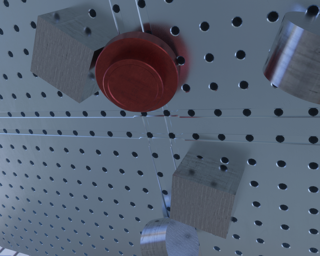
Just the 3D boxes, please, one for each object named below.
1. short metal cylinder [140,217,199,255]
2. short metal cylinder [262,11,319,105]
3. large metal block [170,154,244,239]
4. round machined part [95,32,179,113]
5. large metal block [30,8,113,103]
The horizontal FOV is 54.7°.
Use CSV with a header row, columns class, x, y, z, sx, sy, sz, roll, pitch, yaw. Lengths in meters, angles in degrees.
class,x,y,z,sx,sy,sz,roll,pitch,yaw
short metal cylinder,0.016,0.179,0.478,0.050,0.080,0.080,-23,106,36
short metal cylinder,0.137,-0.061,0.266,0.080,0.080,0.050,23,127,14
large metal block,0.062,0.091,0.419,0.080,0.050,0.079,15,125,19
round machined part,-0.028,-0.057,0.361,0.099,0.042,0.097,4,128,5
large metal block,-0.112,-0.092,0.397,0.080,0.050,0.079,33,129,6
